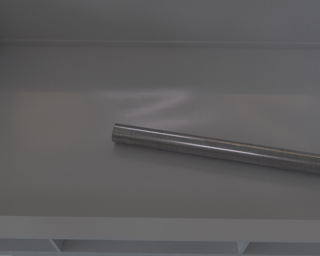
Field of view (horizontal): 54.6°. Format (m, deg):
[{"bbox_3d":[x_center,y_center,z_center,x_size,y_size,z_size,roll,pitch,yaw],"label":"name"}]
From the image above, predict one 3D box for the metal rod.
[{"bbox_3d":[0.090,0.028,0.381,0.301,0.025,0.025,9,51,7],"label":"metal rod"}]
